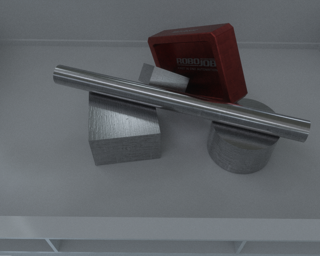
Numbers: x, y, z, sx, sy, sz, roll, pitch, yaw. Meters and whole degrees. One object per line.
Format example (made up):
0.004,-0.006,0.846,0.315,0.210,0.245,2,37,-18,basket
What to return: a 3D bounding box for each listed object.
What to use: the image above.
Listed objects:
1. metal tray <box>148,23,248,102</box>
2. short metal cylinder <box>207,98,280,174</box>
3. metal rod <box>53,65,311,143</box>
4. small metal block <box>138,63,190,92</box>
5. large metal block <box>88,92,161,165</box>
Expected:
0.044,-0.081,0.397,0.030,0.090,0.130,-33,28,-26,metal tray
0.101,0.009,0.381,0.081,0.050,0.080,0,50,0,short metal cylinder
0.015,-0.032,0.364,0.301,0.025,0.025,14,51,11,metal rod
0.004,-0.065,0.414,0.050,0.025,0.050,15,10,-22,small metal block
-0.045,-0.004,0.390,0.081,0.050,0.080,-6,50,-6,large metal block
